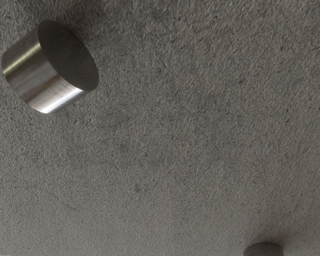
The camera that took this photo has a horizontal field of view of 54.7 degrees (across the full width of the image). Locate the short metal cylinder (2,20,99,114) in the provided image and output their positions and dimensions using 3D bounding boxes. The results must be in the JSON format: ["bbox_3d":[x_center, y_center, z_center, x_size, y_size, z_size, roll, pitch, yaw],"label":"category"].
[{"bbox_3d":[-0.109,-0.061,0.318,0.050,0.080,0.080,-28,125,21],"label":"short metal cylinder"}]

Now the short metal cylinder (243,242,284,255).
[{"bbox_3d":[0.214,0.276,0.627,0.081,0.050,0.079,0,130,0],"label":"short metal cylinder"}]
